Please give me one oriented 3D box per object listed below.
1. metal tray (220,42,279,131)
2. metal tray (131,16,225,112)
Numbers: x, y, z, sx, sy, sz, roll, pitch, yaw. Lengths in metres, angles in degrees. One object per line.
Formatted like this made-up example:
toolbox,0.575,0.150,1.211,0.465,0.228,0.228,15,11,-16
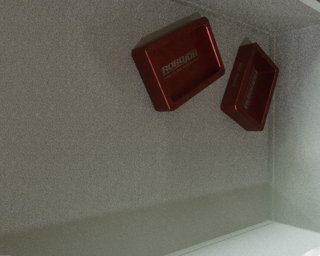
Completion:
metal tray,0.160,-0.070,0.539,0.090,0.030,0.130,33,70,-36
metal tray,0.031,-0.090,0.431,0.131,0.030,0.090,-37,113,-34
